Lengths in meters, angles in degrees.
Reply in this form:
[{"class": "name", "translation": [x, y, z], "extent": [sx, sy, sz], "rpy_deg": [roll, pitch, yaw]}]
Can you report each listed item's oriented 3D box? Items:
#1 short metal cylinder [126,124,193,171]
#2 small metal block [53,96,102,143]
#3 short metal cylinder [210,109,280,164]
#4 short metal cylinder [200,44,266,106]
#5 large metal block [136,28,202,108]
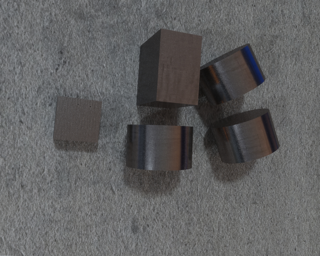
[{"class": "short metal cylinder", "translation": [0.000, 0.022, 0.380], "extent": [0.081, 0.080, 0.050], "rpy_deg": [2, 90, -20]}, {"class": "small metal block", "translation": [-0.099, -0.010, 0.372], "extent": [0.050, 0.025, 0.050], "rpy_deg": [6, 88, -20]}, {"class": "short metal cylinder", "translation": [0.115, 0.010, 0.422], "extent": [0.081, 0.080, 0.050], "rpy_deg": [-21, 98, -19]}, {"class": "short metal cylinder", "translation": [0.092, -0.071, 0.413], "extent": [0.080, 0.080, 0.050], "rpy_deg": [-31, 101, -17]}, {"class": "large metal block", "translation": [0.008, -0.068, 0.383], "extent": [0.050, 0.080, 0.080], "rpy_deg": [4, 89, -20]}]
